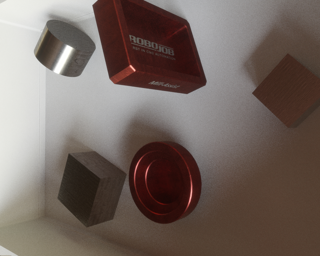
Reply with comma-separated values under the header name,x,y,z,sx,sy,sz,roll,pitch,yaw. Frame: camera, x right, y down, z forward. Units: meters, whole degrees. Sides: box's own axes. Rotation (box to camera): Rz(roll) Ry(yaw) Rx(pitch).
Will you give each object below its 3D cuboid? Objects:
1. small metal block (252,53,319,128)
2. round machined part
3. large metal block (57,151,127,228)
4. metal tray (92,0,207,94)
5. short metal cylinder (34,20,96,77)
name,x,y,z,sx,sy,sz,roll,pitch,yaw
small metal block,0.128,-0.035,0.300,0.050,0.025,0.050,52,120,27
round machined part,0.011,0.065,0.385,0.098,0.042,0.097,0,90,39
large metal block,-0.106,0.090,0.475,0.080,0.050,0.079,28,108,36
metal tray,-0.005,-0.089,0.341,0.030,0.131,0.090,-24,75,37
short metal cylinder,-0.150,-0.126,0.492,0.050,0.081,0.080,-52,60,27
